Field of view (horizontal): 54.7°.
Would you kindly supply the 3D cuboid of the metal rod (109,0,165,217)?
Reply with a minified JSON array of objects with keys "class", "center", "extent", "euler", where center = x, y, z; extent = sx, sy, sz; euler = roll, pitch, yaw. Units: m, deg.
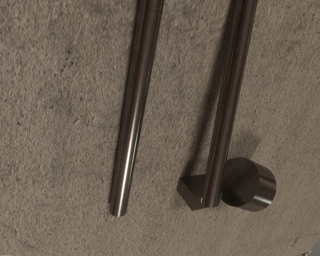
[{"class":"metal rod","center":[-0.033,-0.011,0.382],"extent":[0.025,0.025,0.298],"euler":[-3,120,-27]}]

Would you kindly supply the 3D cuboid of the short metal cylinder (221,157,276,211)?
[{"class":"short metal cylinder","center":[0.141,0.093,0.509],"extent":[0.050,0.080,0.080],"euler":[25,105,-37]}]

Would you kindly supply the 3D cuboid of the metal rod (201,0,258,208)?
[{"class":"metal rod","center":[0.089,-0.032,0.405],"extent":[0.025,0.025,0.298],"euler":[-3,110,-28]}]

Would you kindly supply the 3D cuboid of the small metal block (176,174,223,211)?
[{"class":"small metal block","center":[0.062,0.100,0.489],"extent":[0.050,0.050,0.025],"euler":[-3,120,-28]}]
